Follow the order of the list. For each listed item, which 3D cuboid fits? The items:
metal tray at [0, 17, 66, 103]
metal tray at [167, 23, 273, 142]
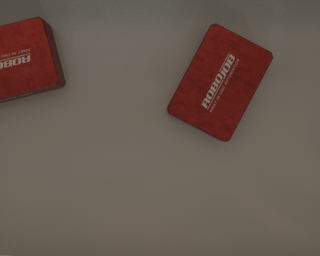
[{"bbox_3d":[-0.202,-0.084,0.407,0.131,0.030,0.090,-14,90,0],"label":"metal tray"},{"bbox_3d":[0.077,-0.058,0.409,0.090,0.030,0.130,28,90,0],"label":"metal tray"}]
